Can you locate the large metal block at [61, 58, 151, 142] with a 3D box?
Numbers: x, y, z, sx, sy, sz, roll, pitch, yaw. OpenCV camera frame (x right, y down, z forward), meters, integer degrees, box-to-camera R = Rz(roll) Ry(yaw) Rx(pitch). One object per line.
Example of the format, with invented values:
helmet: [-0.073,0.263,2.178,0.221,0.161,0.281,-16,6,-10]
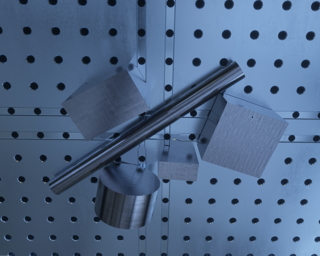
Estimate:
large metal block: [-0.059,-0.037,0.370,0.080,0.080,0.050,-27,108,9]

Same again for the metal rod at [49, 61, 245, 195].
metal rod: [-0.025,0.005,0.414,0.300,0.025,0.025,-32,107,11]

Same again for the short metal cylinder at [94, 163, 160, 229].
short metal cylinder: [-0.044,0.089,0.416,0.081,0.080,0.050,11,110,-5]

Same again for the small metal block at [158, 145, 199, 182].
small metal block: [0.023,0.047,0.418,0.050,0.050,0.025,5,110,-2]

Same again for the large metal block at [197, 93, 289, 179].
large metal block: [0.103,0.009,0.402,0.080,0.050,0.079,18,109,-7]
